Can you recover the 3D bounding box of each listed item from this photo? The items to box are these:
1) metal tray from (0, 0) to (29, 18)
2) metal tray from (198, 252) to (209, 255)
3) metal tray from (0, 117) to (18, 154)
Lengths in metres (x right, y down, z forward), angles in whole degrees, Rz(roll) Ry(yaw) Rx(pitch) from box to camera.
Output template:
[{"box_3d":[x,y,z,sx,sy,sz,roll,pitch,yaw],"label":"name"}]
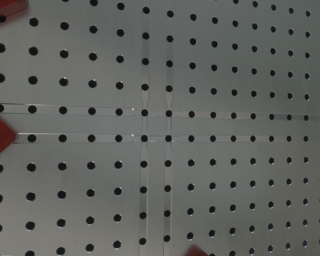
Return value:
[{"box_3d":[-0.216,-0.178,0.329,0.090,0.030,0.130,-32,101,-17],"label":"metal tray"},{"box_3d":[0.055,0.254,0.430,0.090,0.030,0.130,45,76,-15],"label":"metal tray"},{"box_3d":[-0.232,-0.006,0.325,0.090,0.030,0.130,-46,105,-14],"label":"metal tray"}]
